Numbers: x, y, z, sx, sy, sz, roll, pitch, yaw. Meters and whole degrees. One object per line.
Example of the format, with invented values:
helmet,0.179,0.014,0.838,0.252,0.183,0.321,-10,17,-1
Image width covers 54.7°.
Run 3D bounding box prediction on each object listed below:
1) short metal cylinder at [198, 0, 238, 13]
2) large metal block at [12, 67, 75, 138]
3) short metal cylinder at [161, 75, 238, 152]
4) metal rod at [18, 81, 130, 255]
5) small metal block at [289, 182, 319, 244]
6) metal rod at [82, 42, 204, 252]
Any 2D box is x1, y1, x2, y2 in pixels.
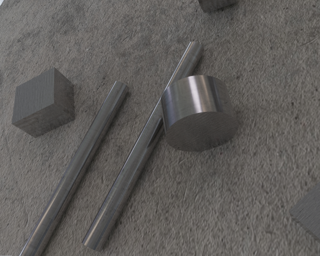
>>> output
short metal cylinder,0.081,-0.219,0.461,0.050,0.080,0.080,-12,57,21
large metal block,-0.191,-0.042,0.514,0.080,0.050,0.080,-23,53,14
short metal cylinder,0.043,-0.014,0.355,0.080,0.080,0.050,-19,55,17
metal rod,-0.119,0.064,0.426,0.025,0.025,0.300,13,68,33
small metal block,0.154,0.078,0.275,0.050,0.025,0.050,-43,51,-2
metal rod,-0.014,0.011,0.404,0.025,0.025,0.300,16,70,34
